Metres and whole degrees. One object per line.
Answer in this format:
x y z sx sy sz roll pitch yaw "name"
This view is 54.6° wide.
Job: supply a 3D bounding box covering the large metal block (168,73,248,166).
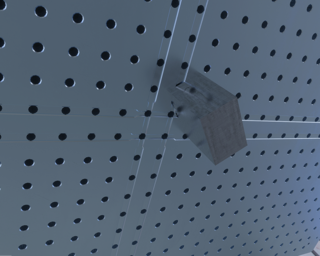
0.062 -0.013 0.400 0.050 0.080 0.080 -31 129 -9 "large metal block"
